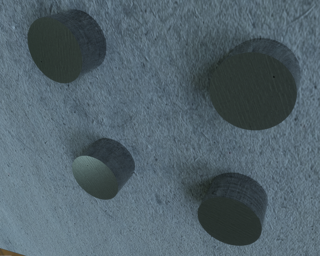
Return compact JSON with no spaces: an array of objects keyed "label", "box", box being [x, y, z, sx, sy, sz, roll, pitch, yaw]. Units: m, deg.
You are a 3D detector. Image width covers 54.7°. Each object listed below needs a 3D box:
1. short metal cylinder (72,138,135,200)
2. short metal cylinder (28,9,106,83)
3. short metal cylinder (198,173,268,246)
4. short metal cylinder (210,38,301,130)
[{"label":"short metal cylinder","box":[-0.086,0.062,0.475,0.080,0.050,0.079,13,124,21]},{"label":"short metal cylinder","box":[-0.115,-0.102,0.388,0.080,0.050,0.079,13,124,21]},{"label":"short metal cylinder","box":[0.096,0.106,0.406,0.080,0.050,0.079,13,124,21]},{"label":"short metal cylinder","box":[0.096,-0.044,0.312,0.080,0.050,0.079,13,124,21]}]
